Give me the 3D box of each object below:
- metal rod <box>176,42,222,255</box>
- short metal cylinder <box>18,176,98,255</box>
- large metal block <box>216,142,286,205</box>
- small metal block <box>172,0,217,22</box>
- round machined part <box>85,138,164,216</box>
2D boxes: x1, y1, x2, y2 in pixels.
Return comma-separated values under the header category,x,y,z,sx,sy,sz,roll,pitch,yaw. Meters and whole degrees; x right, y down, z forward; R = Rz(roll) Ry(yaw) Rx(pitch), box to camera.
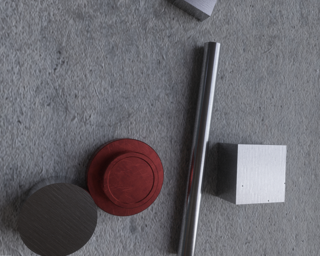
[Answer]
category,x,y,z,sx,sy,sz,roll,pitch,yaw
metal rod,0.055,0.030,0.430,0.025,0.025,0.298,9,87,-20
short metal cylinder,-0.116,0.098,0.354,0.081,0.050,0.079,0,90,-20
large metal block,0.131,0.063,0.446,0.081,0.050,0.079,2,89,-20
small metal block,0.052,-0.185,0.429,0.050,0.025,0.050,24,82,-19
round machined part,-0.041,0.062,0.386,0.099,0.042,0.097,0,90,-21
